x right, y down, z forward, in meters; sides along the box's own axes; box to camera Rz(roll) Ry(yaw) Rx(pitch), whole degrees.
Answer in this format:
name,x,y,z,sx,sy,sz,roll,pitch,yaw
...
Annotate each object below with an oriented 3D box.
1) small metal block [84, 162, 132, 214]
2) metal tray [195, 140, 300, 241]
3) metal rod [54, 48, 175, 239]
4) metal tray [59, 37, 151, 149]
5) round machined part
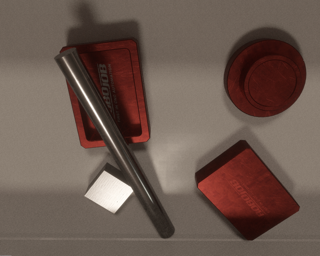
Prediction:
name,x,y,z,sx,sy,sz,roll,pitch,yaw
small metal block,-0.070,0.086,0.442,0.050,0.025,0.050,35,106,-13
metal tray,0.124,0.092,0.444,0.090,0.030,0.130,-39,106,13
metal rod,-0.044,0.040,0.396,0.025,0.025,0.299,-21,120,7
metal tray,-0.065,-0.043,0.391,0.091,0.030,0.129,-7,110,2
round machined part,0.132,-0.059,0.382,0.099,0.042,0.097,0,110,-1
